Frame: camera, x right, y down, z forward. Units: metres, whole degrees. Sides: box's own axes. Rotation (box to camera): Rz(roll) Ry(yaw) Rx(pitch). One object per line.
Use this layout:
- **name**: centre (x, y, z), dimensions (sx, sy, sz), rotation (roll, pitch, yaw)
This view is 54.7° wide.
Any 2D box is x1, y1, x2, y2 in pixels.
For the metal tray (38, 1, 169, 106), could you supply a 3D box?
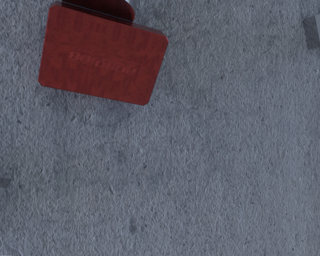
- **metal tray**: centre (-0.066, -0.082, 0.361), dimensions (0.131, 0.030, 0.089), rotation (10, 117, -20)

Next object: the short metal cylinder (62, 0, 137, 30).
- **short metal cylinder**: centre (-0.066, -0.155, 0.352), dimensions (0.081, 0.080, 0.050), rotation (10, 77, -20)

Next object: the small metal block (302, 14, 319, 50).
- **small metal block**: centre (0.269, -0.160, 0.510), dimensions (0.050, 0.025, 0.050), rotation (-16, 96, -20)

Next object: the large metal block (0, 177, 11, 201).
- **large metal block**: centre (-0.214, 0.081, 0.317), dimensions (0.080, 0.050, 0.080), rotation (25, 82, -19)
